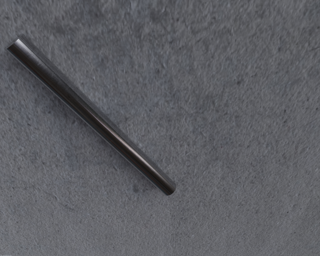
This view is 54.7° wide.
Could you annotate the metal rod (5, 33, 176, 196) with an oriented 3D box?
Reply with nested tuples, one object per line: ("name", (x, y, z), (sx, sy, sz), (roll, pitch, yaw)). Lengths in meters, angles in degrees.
("metal rod", (-0.069, 0.002, 0.407), (0.025, 0.025, 0.300), (-28, 125, 21))
